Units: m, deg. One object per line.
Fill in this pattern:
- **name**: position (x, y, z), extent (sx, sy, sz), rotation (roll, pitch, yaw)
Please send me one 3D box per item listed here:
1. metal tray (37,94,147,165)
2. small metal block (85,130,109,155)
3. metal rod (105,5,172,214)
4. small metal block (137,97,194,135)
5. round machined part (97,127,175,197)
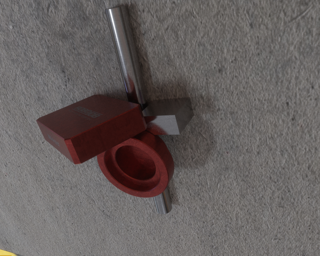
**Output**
- **metal tray**: position (-0.088, -0.005, 0.377), extent (0.130, 0.091, 0.030), rotation (18, 130, 54)
- **small metal block**: position (-0.075, 0.011, 0.437), extent (0.050, 0.050, 0.025), rotation (-20, 108, 35)
- **metal rod**: position (-0.022, -0.006, 0.415), extent (0.025, 0.025, 0.298), rotation (2, 120, 27)
- **small metal block**: position (0.008, -0.015, 0.378), extent (0.050, 0.050, 0.025), rotation (-1, 118, 28)
- **round machined part**: position (-0.027, 0.039, 0.399), extent (0.098, 0.042, 0.097), rotation (12, 127, 18)
